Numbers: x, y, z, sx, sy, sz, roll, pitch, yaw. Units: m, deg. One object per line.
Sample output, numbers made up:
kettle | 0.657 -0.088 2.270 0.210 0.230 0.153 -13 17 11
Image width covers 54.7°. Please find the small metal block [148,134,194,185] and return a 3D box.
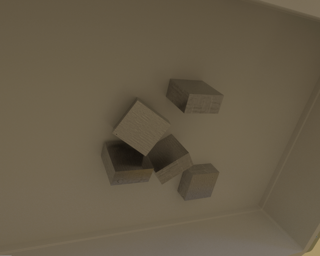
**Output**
small metal block | 0.010 0.041 0.423 0.050 0.050 0.025 -30 129 -9

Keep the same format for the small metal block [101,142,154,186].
small metal block | -0.042 0.043 0.393 0.050 0.050 0.025 -1 131 -28

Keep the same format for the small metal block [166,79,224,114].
small metal block | 0.043 -0.040 0.391 0.050 0.050 0.025 -1 119 -28

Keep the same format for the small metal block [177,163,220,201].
small metal block | 0.061 0.086 0.495 0.050 0.025 0.050 -1 119 -28

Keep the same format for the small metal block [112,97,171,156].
small metal block | -0.023 -0.002 0.383 0.050 0.025 0.050 36 98 -14
